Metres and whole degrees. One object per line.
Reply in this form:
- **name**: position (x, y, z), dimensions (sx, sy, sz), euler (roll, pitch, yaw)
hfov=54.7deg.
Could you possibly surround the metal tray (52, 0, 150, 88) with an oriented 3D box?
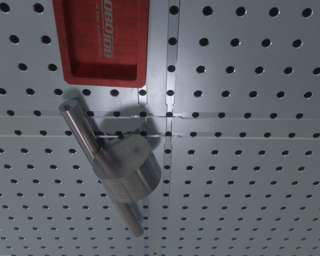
- **metal tray**: position (-0.057, -0.105, 0.318), dimensions (0.091, 0.030, 0.129), euler (3, 130, -3)

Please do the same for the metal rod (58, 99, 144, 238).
- **metal rod**: position (-0.078, 0.082, 0.480), dimensions (0.025, 0.025, 0.299), euler (-11, 130, 9)

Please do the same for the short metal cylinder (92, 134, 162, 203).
- **short metal cylinder**: position (-0.044, 0.054, 0.421), dimensions (0.080, 0.080, 0.050), euler (-14, 129, 11)
